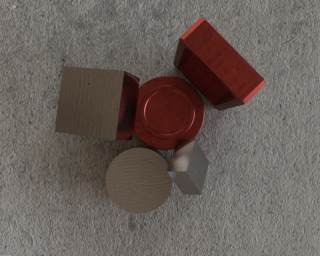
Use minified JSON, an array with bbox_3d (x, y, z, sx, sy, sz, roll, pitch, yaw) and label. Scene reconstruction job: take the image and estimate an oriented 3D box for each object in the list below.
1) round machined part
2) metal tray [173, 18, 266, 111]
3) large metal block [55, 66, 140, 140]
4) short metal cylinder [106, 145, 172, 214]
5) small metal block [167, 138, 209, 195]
[{"bbox_3d":[0.009,-0.020,0.404,0.099,0.042,0.097,0,90,-1],"label":"round machined part"},{"bbox_3d":[0.060,-0.065,0.358,0.030,0.130,0.090,-44,91,0],"label":"metal tray"},{"bbox_3d":[-0.076,-0.030,0.385,0.080,0.050,0.079,7,90,16],"label":"large metal block"},{"bbox_3d":[-0.025,0.063,0.399,0.081,0.050,0.079,0,90,-1],"label":"short metal cylinder"},{"bbox_3d":[0.037,0.049,0.388,0.025,0.050,0.050,-6,135,30],"label":"small metal block"}]
